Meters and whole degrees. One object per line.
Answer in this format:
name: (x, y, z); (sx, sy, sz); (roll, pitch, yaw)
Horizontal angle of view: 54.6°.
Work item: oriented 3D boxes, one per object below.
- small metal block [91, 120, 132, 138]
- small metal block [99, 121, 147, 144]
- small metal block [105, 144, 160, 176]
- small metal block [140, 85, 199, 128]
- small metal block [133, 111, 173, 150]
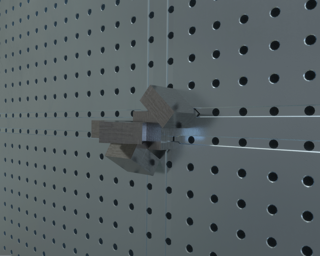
small metal block: (-0.063, 0.002, 0.445); (0.050, 0.050, 0.025); (2, 92, 40)
small metal block: (-0.044, 0.005, 0.385); (0.050, 0.050, 0.025); (2, 92, 3)
small metal block: (-0.037, 0.040, 0.422); (0.050, 0.050, 0.025); (2, 60, 40)
small metal block: (0.012, -0.026, 0.384); (0.050, 0.050, 0.025); (51, 119, 28)
small metal block: (-0.010, 0.003, 0.419); (0.050, 0.025, 0.050); (2, 91, 39)
